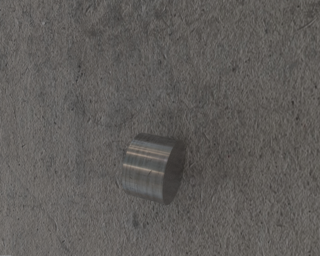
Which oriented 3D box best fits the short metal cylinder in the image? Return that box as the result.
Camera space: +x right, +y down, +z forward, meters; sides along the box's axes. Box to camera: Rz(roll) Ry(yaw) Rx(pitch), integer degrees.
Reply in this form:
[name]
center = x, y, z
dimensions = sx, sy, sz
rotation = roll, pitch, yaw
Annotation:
[short metal cylinder]
center = -0.005, 0.049, 0.382
dimensions = 0.050, 0.080, 0.080
rotation = 10, 94, 20
